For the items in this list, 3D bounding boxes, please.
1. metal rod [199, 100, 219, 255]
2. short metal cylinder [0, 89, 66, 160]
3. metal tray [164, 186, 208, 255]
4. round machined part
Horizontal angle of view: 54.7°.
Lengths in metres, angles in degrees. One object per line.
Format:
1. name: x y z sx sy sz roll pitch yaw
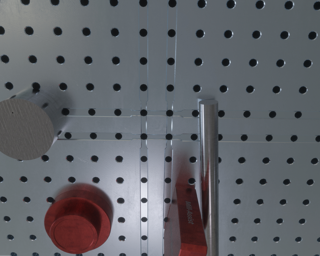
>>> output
1. metal rod: 0.073 0.106 0.452 0.025 0.025 0.298 -4 110 1
2. short metal cylinder: -0.168 -0.006 0.396 0.081 0.050 0.079 0 110 0
3. metal tray: 0.029 0.149 0.412 0.030 0.130 0.089 11 110 -4
4. round machined part: -0.122 0.145 0.457 0.099 0.042 0.097 0 110 0
